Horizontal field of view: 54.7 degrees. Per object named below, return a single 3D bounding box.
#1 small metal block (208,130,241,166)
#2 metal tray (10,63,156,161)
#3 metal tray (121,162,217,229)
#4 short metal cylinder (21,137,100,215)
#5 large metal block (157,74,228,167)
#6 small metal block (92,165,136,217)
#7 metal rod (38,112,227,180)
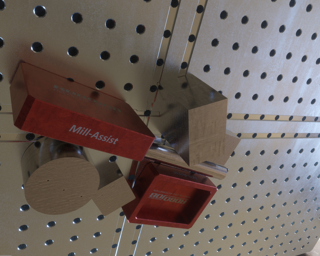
[{"bbox_3d":[0.088,0.026,0.475,0.050,0.025,0.050,18,109,-35],"label":"small metal block"},{"bbox_3d":[-0.078,-0.015,0.316,0.131,0.090,0.030,20,108,-36],"label":"metal tray"},{"bbox_3d":[0.017,0.110,0.484,0.131,0.030,0.090,20,108,-36],"label":"metal tray"},{"bbox_3d":[-0.117,0.054,0.363,0.081,0.050,0.079,-14,124,-21],"label":"short metal cylinder"},{"bbox_3d":[0.039,-0.012,0.391,0.050,0.080,0.079,-17,126,-19],"label":"large metal block"},{"bbox_3d":[-0.068,0.087,0.429,0.050,0.025,0.050,-29,128,-10],"label":"small metal block"},{"bbox_3d":[-0.013,0.030,0.422,0.302,0.025,0.025,21,107,-36],"label":"metal rod"}]
